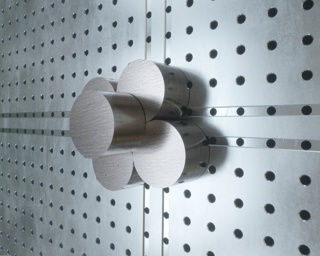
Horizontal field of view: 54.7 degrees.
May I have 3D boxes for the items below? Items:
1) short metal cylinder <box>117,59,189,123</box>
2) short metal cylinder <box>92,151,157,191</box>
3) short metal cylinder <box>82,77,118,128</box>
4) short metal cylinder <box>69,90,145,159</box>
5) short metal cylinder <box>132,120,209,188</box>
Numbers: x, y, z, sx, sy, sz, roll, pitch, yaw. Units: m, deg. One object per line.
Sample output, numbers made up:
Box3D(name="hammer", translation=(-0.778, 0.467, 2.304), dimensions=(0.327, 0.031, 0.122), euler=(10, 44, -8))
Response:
Box3D(name="short metal cylinder", translation=(-0.010, -0.045, 0.398), dimensions=(0.080, 0.050, 0.079), euler=(0, 90, 39))
Box3D(name="short metal cylinder", translation=(-0.048, 0.043, 0.430), dimensions=(0.080, 0.050, 0.079), euler=(0, 90, 39))
Box3D(name="short metal cylinder", translation=(-0.071, -0.031, 0.449), dimensions=(0.080, 0.050, 0.079), euler=(0, 90, 39))
Box3D(name="short metal cylinder", translation=(-0.065, -0.005, 0.377), dimensions=(0.080, 0.050, 0.079), euler=(2, 92, 39))
Box3D(name="short metal cylinder", translation=(0.013, 0.030, 0.380), dimensions=(0.080, 0.050, 0.079), euler=(0, 90, 39))
